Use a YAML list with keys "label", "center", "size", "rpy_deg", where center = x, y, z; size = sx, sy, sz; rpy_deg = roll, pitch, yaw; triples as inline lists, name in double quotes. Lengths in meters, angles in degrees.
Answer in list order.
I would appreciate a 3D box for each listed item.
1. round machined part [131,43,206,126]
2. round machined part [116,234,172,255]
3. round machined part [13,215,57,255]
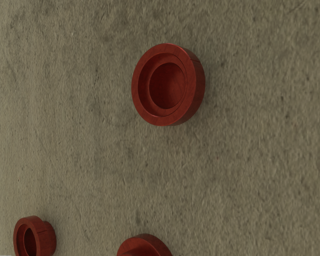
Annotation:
- label: "round machined part"
  center: [0.014, -0.051, 0.380]
  size: [0.098, 0.042, 0.097]
  rpy_deg: [0, 90, 39]
- label: "round machined part"
  center: [-0.027, 0.196, 0.414]
  size: [0.098, 0.042, 0.097]
  rpy_deg: [0, 90, 39]
- label: "round machined part"
  center: [-0.231, 0.213, 0.581]
  size: [0.098, 0.042, 0.097]
  rpy_deg: [0, 90, 39]
